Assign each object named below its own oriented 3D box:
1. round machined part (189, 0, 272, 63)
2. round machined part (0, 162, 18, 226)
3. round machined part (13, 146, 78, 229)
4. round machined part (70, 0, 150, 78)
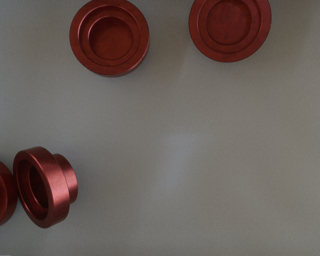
[{"bbox_3d":[0.087,-0.135,0.394,0.099,0.042,0.097,3,108,8],"label":"round machined part"},{"bbox_3d":[-0.235,0.086,0.389,0.098,0.042,0.097,1,93,13],"label":"round machined part"},{"bbox_3d":[-0.139,0.070,0.384,0.098,0.042,0.097,14,111,40],"label":"round machined part"},{"bbox_3d":[-0.062,-0.114,0.402,0.099,0.042,0.097,0,90,-1],"label":"round machined part"}]
